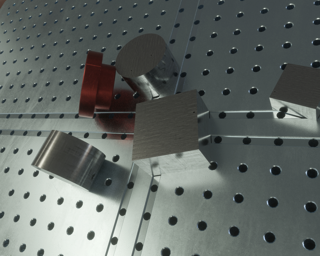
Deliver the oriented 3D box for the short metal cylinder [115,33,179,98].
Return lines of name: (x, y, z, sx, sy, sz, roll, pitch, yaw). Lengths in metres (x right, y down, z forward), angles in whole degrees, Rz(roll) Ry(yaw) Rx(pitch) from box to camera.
short metal cylinder: (-0.018, -0.092, 0.458, 0.080, 0.050, 0.080, -13, 56, 21)

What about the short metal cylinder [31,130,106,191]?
short metal cylinder: (-0.119, 0.044, 0.409, 0.080, 0.080, 0.050, 11, 68, 33)

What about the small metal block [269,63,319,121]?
small metal block: (0.160, -0.042, 0.350, 0.050, 0.025, 0.050, 22, 73, 36)

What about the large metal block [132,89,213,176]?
large metal block: (0.016, 0.007, 0.379, 0.080, 0.050, 0.080, -12, 57, 21)

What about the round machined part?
round machined part: (-0.092, -0.063, 0.461, 0.042, 0.097, 0.098, 9, 58, -13)
